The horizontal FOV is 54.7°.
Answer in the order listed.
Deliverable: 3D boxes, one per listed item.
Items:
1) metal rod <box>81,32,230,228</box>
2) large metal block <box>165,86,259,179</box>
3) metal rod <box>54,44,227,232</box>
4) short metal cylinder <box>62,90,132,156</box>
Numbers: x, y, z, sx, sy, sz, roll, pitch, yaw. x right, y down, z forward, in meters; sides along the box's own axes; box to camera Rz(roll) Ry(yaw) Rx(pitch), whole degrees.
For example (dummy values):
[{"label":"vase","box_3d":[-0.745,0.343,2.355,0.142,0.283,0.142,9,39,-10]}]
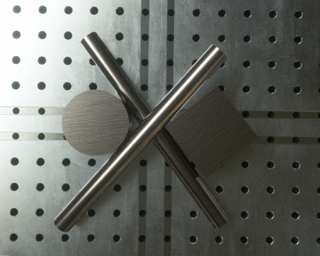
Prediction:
[{"label":"metal rod","box_3d":[-0.006,0.003,0.409,0.025,0.025,0.299,-36,90,0]},{"label":"large metal block","box_3d":[0.062,0.005,0.397,0.080,0.050,0.080,-38,90,0]},{"label":"metal rod","box_3d":[-0.029,0.019,0.388,0.025,0.025,0.299,42,98,0]},{"label":"short metal cylinder","box_3d":[-0.078,-0.006,0.396,0.081,0.050,0.079,0,90,0]}]
